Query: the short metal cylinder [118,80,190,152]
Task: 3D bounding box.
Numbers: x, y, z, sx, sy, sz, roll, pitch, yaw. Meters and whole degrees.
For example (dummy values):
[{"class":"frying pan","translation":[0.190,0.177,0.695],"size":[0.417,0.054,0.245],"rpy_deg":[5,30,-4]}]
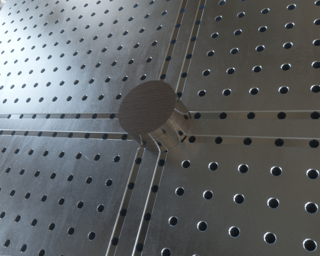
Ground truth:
[{"class":"short metal cylinder","translation":[-0.007,-0.015,0.406],"size":[0.080,0.050,0.080],"rpy_deg":[-13,56,21]}]
